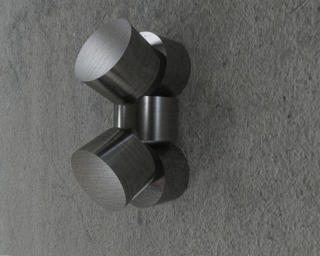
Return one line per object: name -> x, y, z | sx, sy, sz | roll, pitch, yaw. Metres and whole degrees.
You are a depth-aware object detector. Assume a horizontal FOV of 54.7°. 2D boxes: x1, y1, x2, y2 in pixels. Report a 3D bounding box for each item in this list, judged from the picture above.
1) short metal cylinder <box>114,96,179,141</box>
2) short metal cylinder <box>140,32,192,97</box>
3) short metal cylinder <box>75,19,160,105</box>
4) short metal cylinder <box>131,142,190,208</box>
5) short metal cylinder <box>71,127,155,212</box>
short metal cylinder -> -0.017, -0.012, 0.386 | 0.080, 0.081, 0.050 | 2, 92, 40
short metal cylinder -> -0.007, -0.077, 0.397 | 0.080, 0.050, 0.080 | 0, 90, 40
short metal cylinder -> -0.047, -0.073, 0.345 | 0.080, 0.050, 0.080 | -19, 54, 29
short metal cylinder -> -0.009, 0.058, 0.398 | 0.080, 0.050, 0.080 | 0, 90, 40
short metal cylinder -> -0.052, 0.046, 0.347 | 0.080, 0.050, 0.079 | 22, 131, 28
